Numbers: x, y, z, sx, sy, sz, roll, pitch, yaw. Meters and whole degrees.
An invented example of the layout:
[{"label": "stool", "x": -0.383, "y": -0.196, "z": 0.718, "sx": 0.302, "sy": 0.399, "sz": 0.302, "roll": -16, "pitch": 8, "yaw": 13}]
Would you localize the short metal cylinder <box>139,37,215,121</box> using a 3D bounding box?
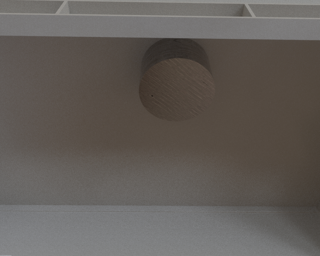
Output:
[{"label": "short metal cylinder", "x": 0.018, "y": -0.054, "z": 0.347, "sx": 0.080, "sy": 0.050, "sz": 0.080, "roll": 0, "pitch": 130, "yaw": 0}]
